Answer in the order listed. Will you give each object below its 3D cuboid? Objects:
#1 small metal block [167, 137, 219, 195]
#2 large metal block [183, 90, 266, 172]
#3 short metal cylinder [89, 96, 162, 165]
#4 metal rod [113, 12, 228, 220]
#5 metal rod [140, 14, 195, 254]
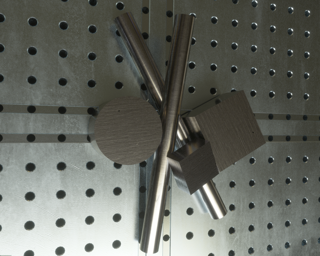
[{"bbox_3d":[0.042,0.047,0.391,0.050,0.025,0.050,-31,116,-25],"label":"small metal block"},{"bbox_3d":[0.085,0.003,0.426,0.080,0.050,0.080,-29,100,-18],"label":"large metal block"},{"bbox_3d":[-0.044,0.003,0.380,0.081,0.050,0.079,0,90,-21],"label":"short metal cylinder"},{"bbox_3d":[0.018,-0.009,0.415,0.025,0.025,0.299,-30,100,-18],"label":"metal rod"},{"bbox_3d":[0.008,0.011,0.391,0.025,0.025,0.298,7,96,-20],"label":"metal rod"}]
